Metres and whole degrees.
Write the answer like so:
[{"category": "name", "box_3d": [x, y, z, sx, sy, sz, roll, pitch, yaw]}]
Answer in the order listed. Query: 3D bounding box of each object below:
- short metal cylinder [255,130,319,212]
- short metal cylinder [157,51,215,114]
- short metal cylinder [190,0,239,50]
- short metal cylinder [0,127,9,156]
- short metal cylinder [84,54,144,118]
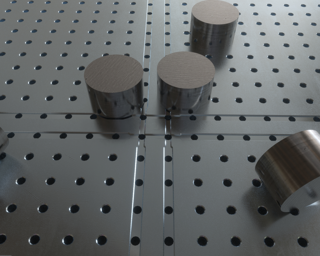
[{"category": "short metal cylinder", "box_3d": [0.152, 0.047, 0.334, 0.081, 0.080, 0.050, -16, 52, -13]}, {"category": "short metal cylinder", "box_3d": [0.036, -0.066, 0.447, 0.081, 0.050, 0.080, 0, 50, 0]}, {"category": "short metal cylinder", "box_3d": [0.094, -0.183, 0.546, 0.081, 0.050, 0.080, 0, 50, 0]}, {"category": "short metal cylinder", "box_3d": [-0.226, 0.018, 0.354, 0.080, 0.080, 0.050, 13, 51, 10]}, {"category": "short metal cylinder", "box_3d": [-0.063, -0.060, 0.441, 0.081, 0.050, 0.080, 0, 50, 0]}]
